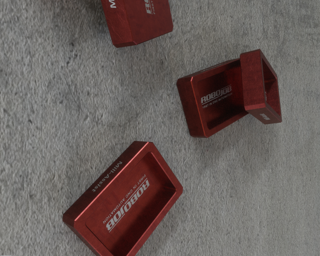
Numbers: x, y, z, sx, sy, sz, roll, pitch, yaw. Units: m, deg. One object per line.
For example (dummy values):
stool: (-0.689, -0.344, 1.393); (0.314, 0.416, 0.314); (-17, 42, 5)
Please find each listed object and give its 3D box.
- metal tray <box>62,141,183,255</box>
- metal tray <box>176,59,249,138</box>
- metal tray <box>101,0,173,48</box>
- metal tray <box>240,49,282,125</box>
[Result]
metal tray: (-0.037, 0.089, 0.370); (0.131, 0.030, 0.090); (-47, 118, -30)
metal tray: (0.090, -0.049, 0.476); (0.131, 0.030, 0.089); (-26, 107, -37)
metal tray: (-0.031, -0.165, 0.349); (0.091, 0.030, 0.129); (-40, 123, -49)
metal tray: (0.167, -0.061, 0.505); (0.131, 0.030, 0.090); (18, 68, -57)
